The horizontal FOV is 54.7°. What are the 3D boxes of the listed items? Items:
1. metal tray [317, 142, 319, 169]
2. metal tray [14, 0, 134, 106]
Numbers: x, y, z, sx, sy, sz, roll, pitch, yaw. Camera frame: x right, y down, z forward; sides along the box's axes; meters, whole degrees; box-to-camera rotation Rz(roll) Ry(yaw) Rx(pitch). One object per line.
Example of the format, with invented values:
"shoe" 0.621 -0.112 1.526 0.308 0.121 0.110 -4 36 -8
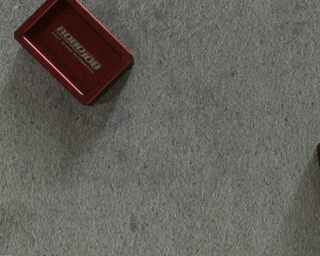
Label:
"metal tray" 0.284 0.056 0.409 0.131 0.030 0.089 -8 90 0
"metal tray" -0.110 -0.104 0.406 0.130 0.030 0.090 45 90 0
